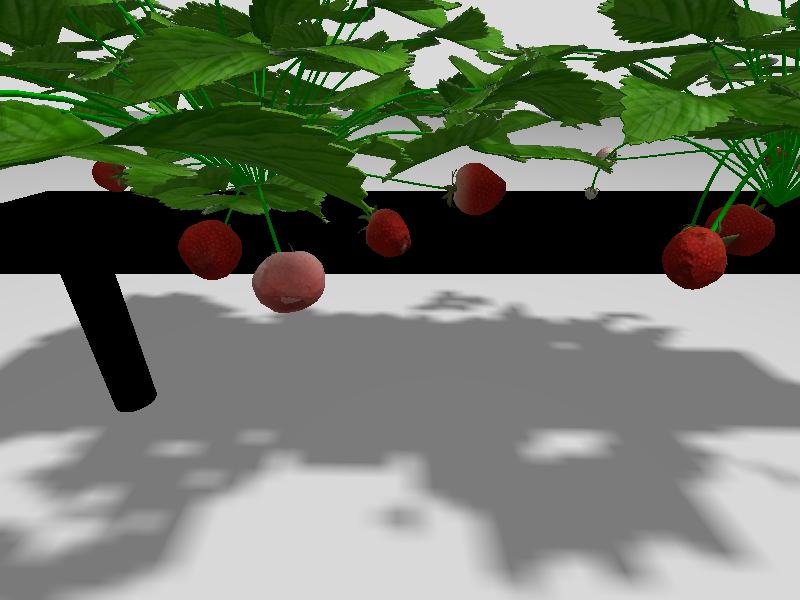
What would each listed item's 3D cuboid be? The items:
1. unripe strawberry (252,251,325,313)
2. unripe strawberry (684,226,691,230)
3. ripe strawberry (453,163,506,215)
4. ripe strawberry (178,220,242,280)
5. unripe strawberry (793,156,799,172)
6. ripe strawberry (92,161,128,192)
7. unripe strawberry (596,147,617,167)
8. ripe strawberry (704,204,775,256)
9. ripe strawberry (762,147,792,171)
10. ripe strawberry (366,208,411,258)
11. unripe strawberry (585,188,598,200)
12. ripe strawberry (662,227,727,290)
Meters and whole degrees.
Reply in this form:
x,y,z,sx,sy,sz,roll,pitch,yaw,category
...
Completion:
x,y,z,sx,sy,sz,roll,pitch,yaw,category
-0.046,-0.006,0.170,0.031,0.028,0.028,-10,29,-18,unripe strawberry
0.179,-0.041,0.246,0.010,0.010,0.009,-19,32,-32,unripe strawberry
0.066,-0.091,0.328,0.042,0.041,0.039,3,27,4,ripe strawberry
-0.098,-0.024,0.205,0.030,0.032,0.033,-4,28,-7,ripe strawberry
0.501,-0.166,0.493,0.026,0.027,0.028,25,-17,40,unripe strawberry
-0.295,-0.126,0.405,0.034,0.033,0.032,10,28,19,ripe strawberry
0.274,-0.191,0.538,0.027,0.028,0.029,-7,27,-13,unripe strawberry
0.198,-0.040,0.235,0.033,0.028,0.033,-35,41,-29,ripe strawberry
0.463,-0.170,0.489,0.029,0.032,0.031,20,31,34,ripe strawberry
-0.006,-0.037,0.231,0.025,0.028,0.027,-22,51,-37,ripe strawberry
0.166,-0.092,0.348,0.010,0.010,0.009,0,27,1,unripe strawberry
0.141,-0.019,0.193,0.029,0.030,0.026,-40,43,-24,ripe strawberry
